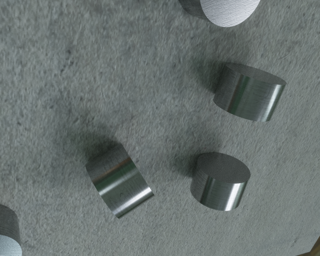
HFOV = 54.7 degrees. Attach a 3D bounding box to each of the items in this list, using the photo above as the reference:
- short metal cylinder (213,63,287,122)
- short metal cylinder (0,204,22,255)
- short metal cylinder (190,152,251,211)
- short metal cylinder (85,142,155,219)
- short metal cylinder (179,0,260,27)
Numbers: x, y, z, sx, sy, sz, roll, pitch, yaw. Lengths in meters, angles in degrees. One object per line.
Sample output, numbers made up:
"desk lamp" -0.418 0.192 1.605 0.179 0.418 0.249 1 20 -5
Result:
"short metal cylinder" 0.117 -0.049 0.407 0.081 0.080 0.050 1 118 -30
"short metal cylinder" -0.207 0.136 0.362 0.081 0.050 0.079 -14 125 -21
"short metal cylinder" 0.091 0.080 0.473 0.081 0.080 0.050 -3 120 -27
"short metal cylinder" -0.049 0.065 0.386 0.050 0.080 0.080 -32 129 -8
"short metal cylinder" 0.064 -0.155 0.332 0.081 0.050 0.079 -14 125 -21
